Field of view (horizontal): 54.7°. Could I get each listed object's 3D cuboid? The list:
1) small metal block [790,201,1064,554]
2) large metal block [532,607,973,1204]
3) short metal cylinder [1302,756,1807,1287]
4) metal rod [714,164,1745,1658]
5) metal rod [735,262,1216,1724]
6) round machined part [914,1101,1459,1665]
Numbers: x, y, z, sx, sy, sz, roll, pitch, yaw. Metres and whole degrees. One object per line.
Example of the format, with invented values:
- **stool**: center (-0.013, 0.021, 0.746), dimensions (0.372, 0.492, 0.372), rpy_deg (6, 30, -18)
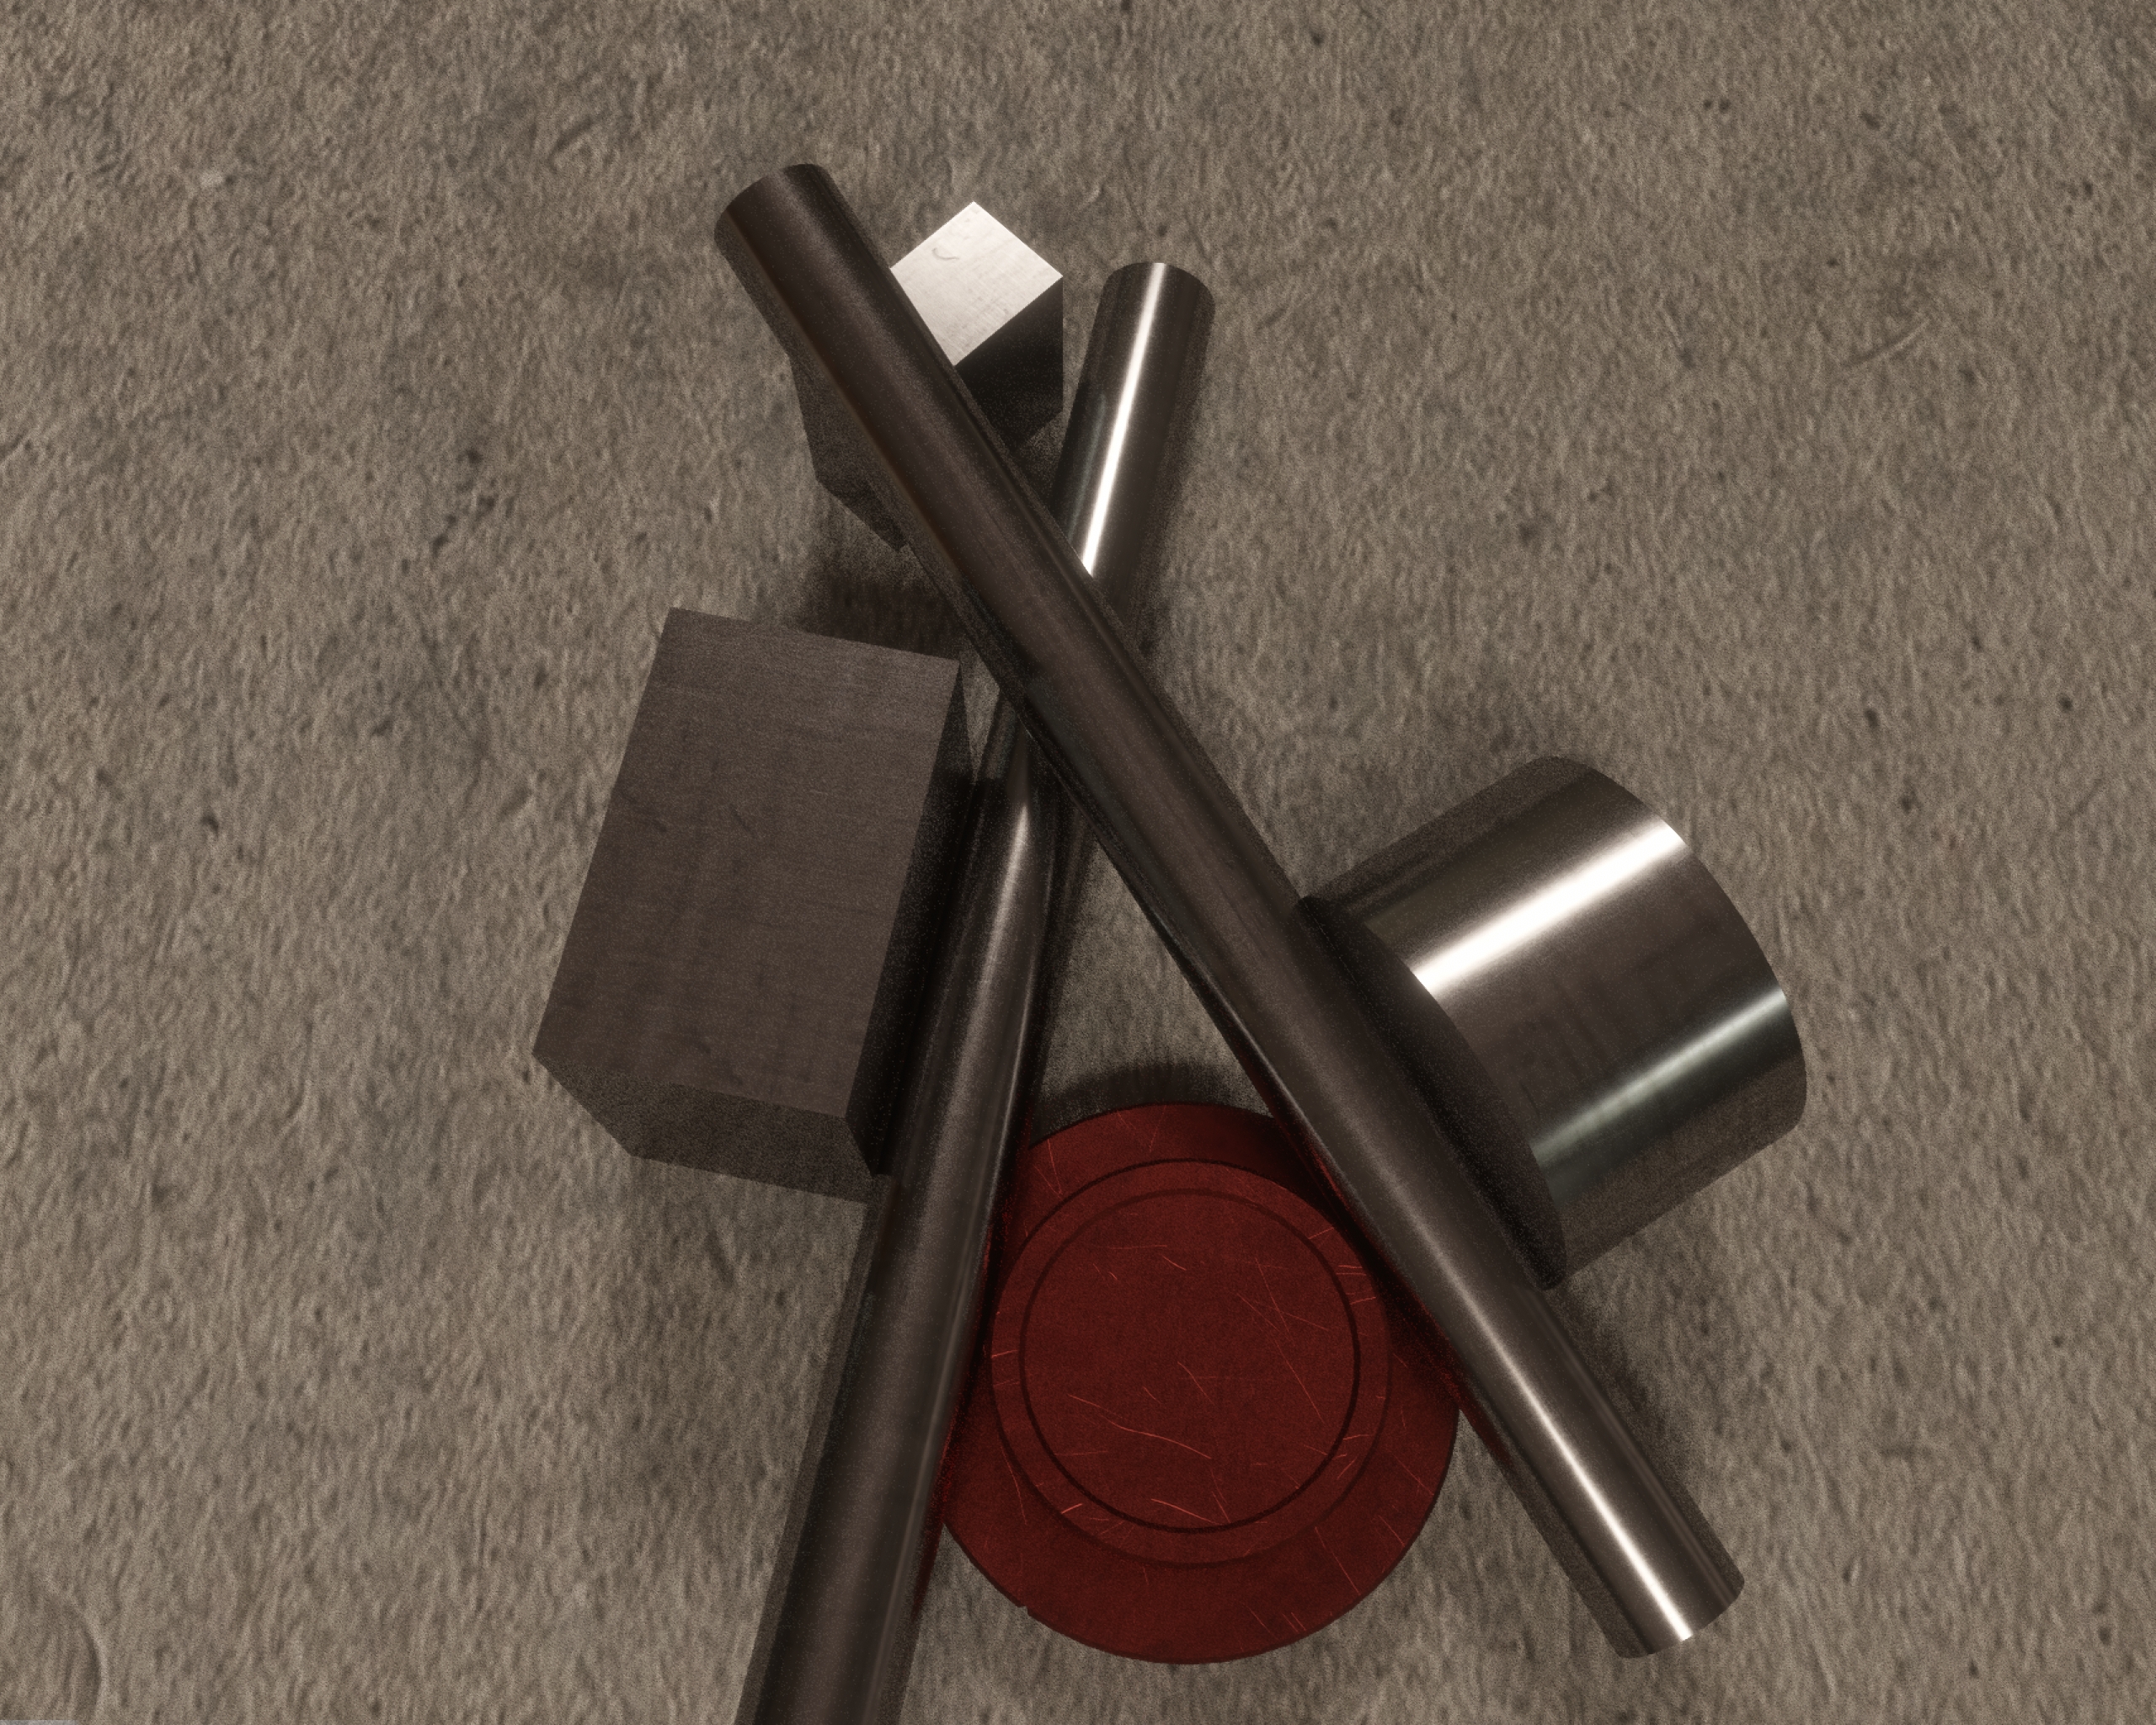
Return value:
- **small metal block**: center (-0.030, -0.099, 0.432), dimensions (0.050, 0.050, 0.025), rpy_deg (-43, 76, -14)
- **large metal block**: center (-0.053, 0.011, 0.375), dimensions (0.050, 0.080, 0.080), rpy_deg (11, 70, 4)
- **short metal cylinder**: center (0.082, 0.028, 0.371), dimensions (0.050, 0.080, 0.080), rpy_deg (-31, 73, -11)
- **metal rod**: center (0.022, 0.002, 0.372), dimensions (0.025, 0.025, 0.299), rpy_deg (-31, 82, -11)
- **metal rod**: center (-0.012, 0.009, 0.390), dimensions (0.025, 0.025, 0.300), rpy_deg (11, 64, 4)
- **round machined part**: center (0.019, 0.090, 0.368), dimensions (0.099, 0.042, 0.098), rpy_deg (0, 70, -1)
